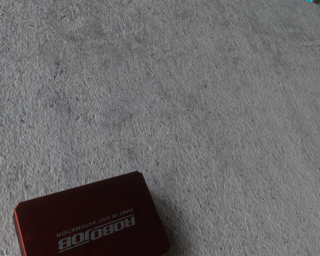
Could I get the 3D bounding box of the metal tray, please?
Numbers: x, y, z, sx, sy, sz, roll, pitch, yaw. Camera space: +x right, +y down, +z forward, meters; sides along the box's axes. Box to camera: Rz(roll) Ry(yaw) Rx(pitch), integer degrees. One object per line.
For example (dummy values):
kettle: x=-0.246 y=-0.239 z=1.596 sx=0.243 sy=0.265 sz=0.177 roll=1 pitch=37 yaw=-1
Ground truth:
metal tray: x=-0.064 y=0.102 z=0.304 sx=0.131 sy=0.030 sz=0.090 roll=-11 pitch=67 yaw=-33
